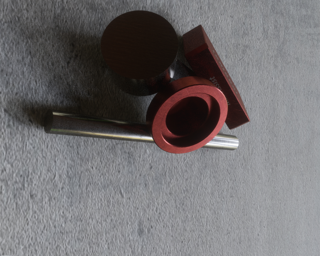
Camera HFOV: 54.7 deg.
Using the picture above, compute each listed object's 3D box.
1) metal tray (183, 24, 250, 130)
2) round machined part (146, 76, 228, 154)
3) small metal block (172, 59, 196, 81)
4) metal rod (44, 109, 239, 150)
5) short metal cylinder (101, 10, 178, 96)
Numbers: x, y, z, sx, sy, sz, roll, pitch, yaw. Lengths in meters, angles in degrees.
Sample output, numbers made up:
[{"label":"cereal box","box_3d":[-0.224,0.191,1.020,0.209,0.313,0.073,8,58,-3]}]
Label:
[{"label":"metal tray","box_3d":[0.078,-0.071,0.435,0.130,0.030,0.090,53,21,-27]},{"label":"round machined part","box_3d":[0.029,-0.019,0.379,0.099,0.042,0.097,-13,129,-16]},{"label":"small metal block","box_3d":[0.018,-0.062,0.403,0.050,0.050,0.025,30,72,-36]},{"label":"metal rod","box_3d":[0.003,0.009,0.408,0.302,0.025,0.025,8,85,-40]},{"label":"short metal cylinder","box_3d":[-0.021,-0.081,0.346,0.081,0.050,0.080,0,76,-1]}]
